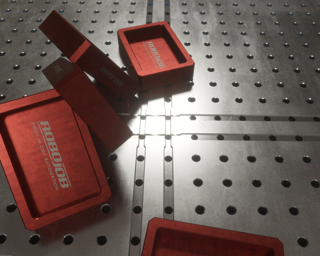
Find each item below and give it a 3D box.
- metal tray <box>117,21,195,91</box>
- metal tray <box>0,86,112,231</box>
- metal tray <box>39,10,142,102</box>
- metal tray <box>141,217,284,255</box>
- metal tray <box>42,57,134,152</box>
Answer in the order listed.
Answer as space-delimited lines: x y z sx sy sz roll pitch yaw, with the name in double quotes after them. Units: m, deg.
-0.010 -0.122 0.506 0.091 0.030 0.130 -15 52 -13 "metal tray"
-0.115 0.029 0.328 0.091 0.030 0.129 -20 93 -16 "metal tray"
-0.089 -0.092 0.417 0.030 0.130 0.090 -48 60 4 "metal tray"
0.046 0.140 0.286 0.131 0.030 0.090 8 50 6 "metal tray"
-0.087 -0.032 0.354 0.030 0.090 0.130 -41 29 -9 "metal tray"
